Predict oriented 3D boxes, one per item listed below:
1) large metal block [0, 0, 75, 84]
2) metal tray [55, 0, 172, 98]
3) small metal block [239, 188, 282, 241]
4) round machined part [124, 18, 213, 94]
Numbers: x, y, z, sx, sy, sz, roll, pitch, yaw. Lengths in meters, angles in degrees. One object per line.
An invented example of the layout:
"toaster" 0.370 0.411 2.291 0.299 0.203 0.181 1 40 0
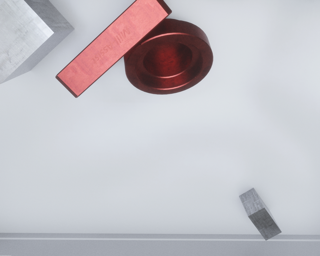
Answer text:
"large metal block" -0.151 -0.101 0.343 0.080 0.080 0.050 -38 106 12
"metal tray" -0.047 -0.094 0.341 0.130 0.090 0.030 -39 105 13
"small metal block" 0.143 0.123 0.445 0.025 0.050 0.050 -34 107 11
"round machined part" 0.008 -0.085 0.354 0.099 0.042 0.098 -7 149 -4
